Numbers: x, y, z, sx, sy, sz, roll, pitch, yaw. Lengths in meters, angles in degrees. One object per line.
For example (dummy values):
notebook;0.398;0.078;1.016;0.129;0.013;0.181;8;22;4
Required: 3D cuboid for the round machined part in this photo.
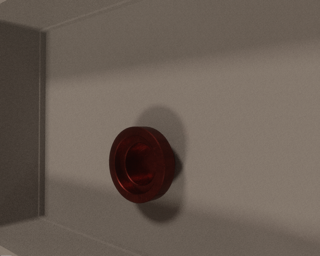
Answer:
round machined part;-0.019;0.047;0.409;0.098;0.042;0.097;0;90;39
